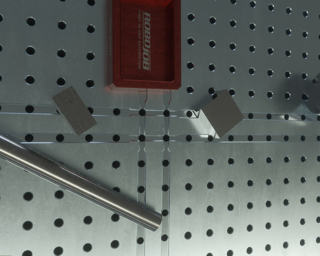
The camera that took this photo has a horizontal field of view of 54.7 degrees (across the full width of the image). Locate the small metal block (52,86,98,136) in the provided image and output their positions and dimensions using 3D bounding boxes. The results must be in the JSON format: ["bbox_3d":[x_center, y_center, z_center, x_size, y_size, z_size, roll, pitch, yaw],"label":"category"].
[{"bbox_3d":[-0.102,-0.019,0.362,0.025,0.050,0.050,-35,102,-17],"label":"small metal block"}]

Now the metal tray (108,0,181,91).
[{"bbox_3d":[-0.020,-0.114,0.403,0.091,0.030,0.129,0,90,-21],"label":"metal tray"}]

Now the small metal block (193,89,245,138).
[{"bbox_3d":[0.085,-0.020,0.445,0.050,0.025,0.050,-38,103,-16],"label":"small metal block"}]

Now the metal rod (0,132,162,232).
[{"bbox_3d":[-0.127,0.051,0.366,0.301,0.025,0.025,31,80,-18],"label":"metal rod"}]

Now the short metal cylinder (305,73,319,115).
[{"bbox_3d":[0.282,-0.051,0.490,0.050,0.080,0.080,20,83,-19],"label":"short metal cylinder"}]
